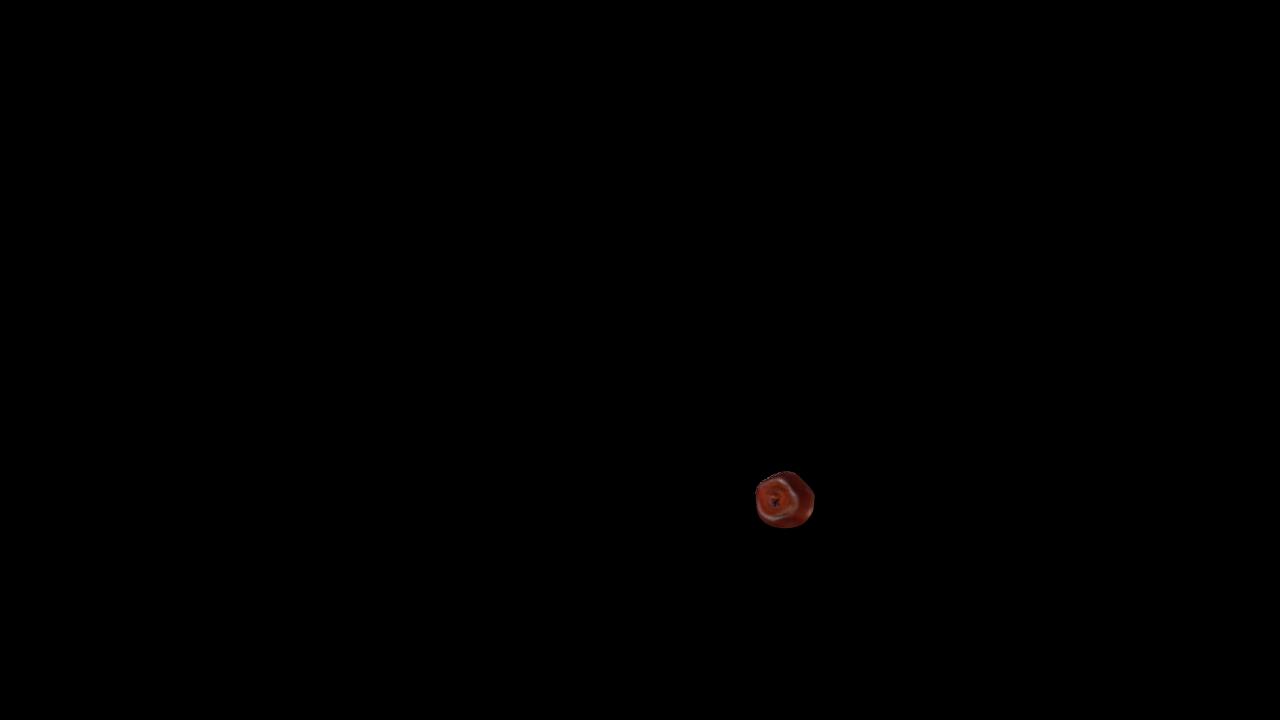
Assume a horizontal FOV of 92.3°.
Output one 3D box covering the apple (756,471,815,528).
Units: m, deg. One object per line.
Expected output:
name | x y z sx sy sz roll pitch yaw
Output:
apple | 0.198 0.192 0.837 0.079 0.079 0.093 0 -9 34
